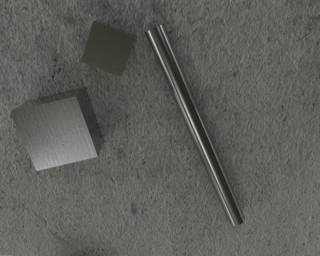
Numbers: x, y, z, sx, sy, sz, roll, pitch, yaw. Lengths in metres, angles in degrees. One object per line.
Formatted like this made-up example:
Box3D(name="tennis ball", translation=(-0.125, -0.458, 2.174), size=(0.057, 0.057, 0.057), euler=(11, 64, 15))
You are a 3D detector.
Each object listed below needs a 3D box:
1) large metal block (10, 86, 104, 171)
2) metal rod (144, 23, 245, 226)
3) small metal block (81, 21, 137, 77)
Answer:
Box3D(name="large metal block", translation=(-0.126, 0.000, 0.395), size=(0.080, 0.050, 0.080), euler=(-13, 110, 4))
Box3D(name="metal rod", translation=(0.054, 0.009, 0.413), size=(0.025, 0.025, 0.299), euler=(-23, 109, 8))
Box3D(name="small metal block", translation=(-0.061, -0.096, 0.374), size=(0.050, 0.025, 0.050), euler=(20, 109, -8))
